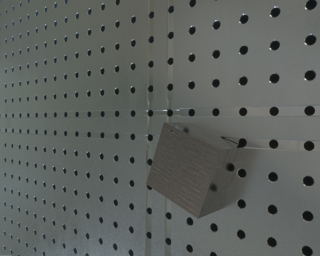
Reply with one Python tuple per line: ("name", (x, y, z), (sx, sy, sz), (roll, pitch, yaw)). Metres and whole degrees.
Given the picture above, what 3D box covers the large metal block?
("large metal block", (0.039, 0.045, 0.362), (0.080, 0.050, 0.080), (26, 107, 37))
